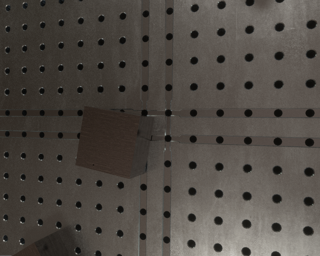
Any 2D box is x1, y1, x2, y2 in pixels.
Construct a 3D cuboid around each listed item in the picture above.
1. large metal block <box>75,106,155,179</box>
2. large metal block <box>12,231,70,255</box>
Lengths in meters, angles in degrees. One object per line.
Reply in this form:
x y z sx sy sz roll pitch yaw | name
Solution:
-0.060 0.017 0.419 0.080 0.050 0.079 11 94 19 | large metal block
-0.179 0.215 0.461 0.080 0.050 0.080 -33 80 16 | large metal block
